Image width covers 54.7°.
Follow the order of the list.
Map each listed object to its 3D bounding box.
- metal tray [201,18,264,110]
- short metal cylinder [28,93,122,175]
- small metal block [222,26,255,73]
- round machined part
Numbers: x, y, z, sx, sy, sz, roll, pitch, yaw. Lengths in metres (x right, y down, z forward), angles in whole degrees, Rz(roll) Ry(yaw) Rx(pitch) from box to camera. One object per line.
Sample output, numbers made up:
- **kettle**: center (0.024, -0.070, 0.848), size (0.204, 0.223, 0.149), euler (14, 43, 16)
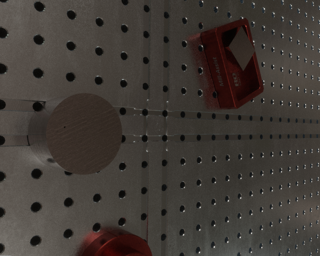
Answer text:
- **metal tray**: center (0.123, -0.106, 0.511), size (0.091, 0.030, 0.129), euler (-30, 109, -36)
- **short metal cylinder**: center (-0.087, 0.006, 0.321), size (0.081, 0.050, 0.079), euler (0, 90, -40)
- **small metal block**: center (0.122, -0.125, 0.497), size (0.050, 0.025, 0.050), euler (49, 61, -30)
- **round machined part**: center (-0.045, 0.174, 0.362), size (0.099, 0.042, 0.097), euler (0, 90, -40)
